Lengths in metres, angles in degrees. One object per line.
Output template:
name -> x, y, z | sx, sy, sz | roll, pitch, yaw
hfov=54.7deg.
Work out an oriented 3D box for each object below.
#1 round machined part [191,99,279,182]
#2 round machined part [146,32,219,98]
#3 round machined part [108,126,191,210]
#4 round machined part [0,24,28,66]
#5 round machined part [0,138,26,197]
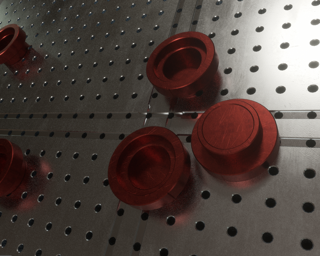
round machined part -> 0.081, 0.007, 0.350 | 0.098, 0.042, 0.098 | -13, 56, 20
round machined part -> 0.034, -0.082, 0.429 | 0.098, 0.042, 0.098 | -13, 56, 20
round machined part -> -0.009, 0.050, 0.370 | 0.098, 0.042, 0.098 | -13, 56, 20
round machined part -> -0.330, -0.176, 0.674 | 0.098, 0.042, 0.098 | -13, 56, 20
round machined part -> -0.253, 0.068, 0.485 | 0.098, 0.042, 0.098 | -13, 56, 20
